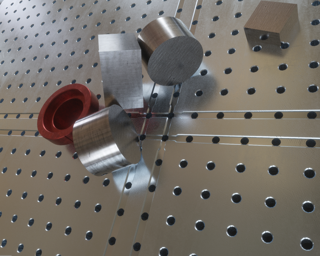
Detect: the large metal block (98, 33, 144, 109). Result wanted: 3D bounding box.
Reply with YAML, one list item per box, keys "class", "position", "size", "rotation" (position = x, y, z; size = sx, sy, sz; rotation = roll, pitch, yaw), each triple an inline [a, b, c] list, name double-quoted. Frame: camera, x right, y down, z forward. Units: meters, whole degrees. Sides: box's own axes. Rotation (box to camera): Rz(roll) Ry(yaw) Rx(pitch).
- class: "large metal block"
  position: [-0.055, -0.079, 0.426]
  size: [0.050, 0.079, 0.080]
  rotation: [-6, 32, -9]

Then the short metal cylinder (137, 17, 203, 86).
- class: "short metal cylinder"
  position: [0.013, -0.105, 0.430]
  size: [0.080, 0.080, 0.050]
  rotation: [-32, 52, 7]

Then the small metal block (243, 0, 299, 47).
- class: "small metal block"
  position: [0.149, -0.141, 0.416]
  size: [0.050, 0.025, 0.050]
  rotation: [25, 75, 36]

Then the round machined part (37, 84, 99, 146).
- class: "round machined part"
  position: [-0.135, -0.017, 0.476]
  size: [0.098, 0.042, 0.098]
  rotation: [-13, 56, 20]

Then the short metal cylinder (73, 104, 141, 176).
- class: "short metal cylinder"
  position: [-0.066, 0.016, 0.396]
  size: [0.050, 0.080, 0.080]
  rotation: [-21, 54, 15]
